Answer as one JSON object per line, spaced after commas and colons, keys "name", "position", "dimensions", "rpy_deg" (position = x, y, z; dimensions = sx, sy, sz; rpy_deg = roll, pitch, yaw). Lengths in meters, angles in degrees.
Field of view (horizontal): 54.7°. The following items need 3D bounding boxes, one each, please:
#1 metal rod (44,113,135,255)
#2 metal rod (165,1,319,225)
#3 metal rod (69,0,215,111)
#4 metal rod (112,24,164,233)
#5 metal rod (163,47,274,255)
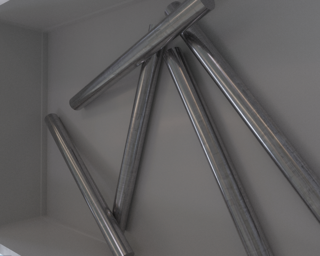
{"name": "metal rod", "position": [-0.123, 0.075, 0.487], "dimensions": [0.300, 0.025, 0.025], "rpy_deg": [50, 119, 36]}
{"name": "metal rod", "position": [0.087, -0.032, 0.334], "dimensions": [0.025, 0.025, 0.299], "rpy_deg": [-45, 63, 30]}
{"name": "metal rod", "position": [-0.047, -0.085, 0.417], "dimensions": [0.299, 0.025, 0.025], "rpy_deg": [-25, 74, 46]}
{"name": "metal rod", "position": [-0.033, 0.010, 0.434], "dimensions": [0.025, 0.025, 0.298], "rpy_deg": [20, 103, 38]}
{"name": "metal rod", "position": [0.067, 0.038, 0.351], "dimensions": [0.025, 0.025, 0.299], "rpy_deg": [-33, 70, 35]}
